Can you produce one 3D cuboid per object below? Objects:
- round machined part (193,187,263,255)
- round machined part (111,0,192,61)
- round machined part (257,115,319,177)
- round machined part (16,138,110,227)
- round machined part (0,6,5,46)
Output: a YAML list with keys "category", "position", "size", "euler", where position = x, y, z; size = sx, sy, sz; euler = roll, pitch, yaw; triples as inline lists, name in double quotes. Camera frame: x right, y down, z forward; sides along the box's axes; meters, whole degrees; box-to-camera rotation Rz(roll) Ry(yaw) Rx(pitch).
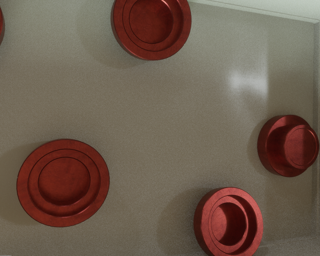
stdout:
- category: "round machined part"
  position: [0.090, 0.132, 0.429]
  size: [0.099, 0.042, 0.098]
  euler: [6, 75, -21]
- category: "round machined part"
  position: [-0.013, -0.135, 0.391]
  size: [0.099, 0.042, 0.097]
  euler: [-3, 101, -18]
- category: "round machined part"
  position: [0.204, 0.028, 0.479]
  size: [0.099, 0.042, 0.097]
  euler: [0, 90, -21]
- category: "round machined part"
  position: [-0.112, 0.061, 0.361]
  size: [0.099, 0.042, 0.097]
  euler: [0, 90, -21]
- category: "round machined part"
  position: [-0.216, -0.110, 0.322]
  size: [0.099, 0.042, 0.097]
  euler: [0, 90, -21]
